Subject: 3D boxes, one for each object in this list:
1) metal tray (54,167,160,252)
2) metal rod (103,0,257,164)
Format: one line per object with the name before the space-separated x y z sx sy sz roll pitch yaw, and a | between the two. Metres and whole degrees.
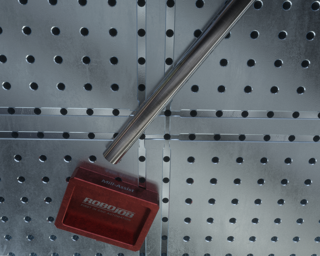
metal tray | -0.076 0.121 0.454 0.131 0.030 0.089 20 109 -8
metal rod | 0.026 -0.068 0.388 0.025 0.025 0.299 37 105 -13
